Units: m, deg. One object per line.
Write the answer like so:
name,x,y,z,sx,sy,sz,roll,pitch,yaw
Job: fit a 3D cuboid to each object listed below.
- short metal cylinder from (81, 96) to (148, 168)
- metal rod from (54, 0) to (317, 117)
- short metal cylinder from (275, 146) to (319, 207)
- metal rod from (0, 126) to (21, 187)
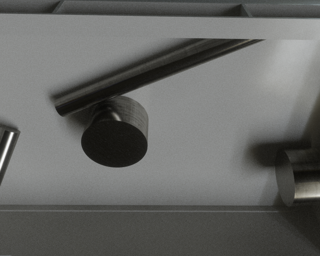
short metal cylinder,-0.055,0.005,0.396,0.081,0.050,0.079,0,130,0
metal rod,0.015,-0.072,0.347,0.301,0.025,0.025,-19,128,15
short metal cylinder,0.200,0.067,0.434,0.050,0.080,0.080,-5,130,4
metal rod,-0.256,0.139,0.424,0.025,0.025,0.298,21,95,-17
